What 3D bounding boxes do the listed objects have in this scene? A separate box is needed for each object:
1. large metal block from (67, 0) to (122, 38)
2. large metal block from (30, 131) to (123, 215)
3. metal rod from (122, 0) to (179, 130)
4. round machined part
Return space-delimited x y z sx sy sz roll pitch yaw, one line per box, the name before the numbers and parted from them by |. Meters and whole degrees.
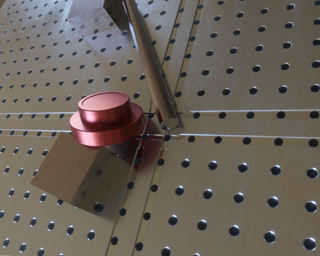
large metal block | -0.123 -0.230 0.598 0.080 0.050 0.080 -9 58 23
large metal block | -0.110 0.058 0.415 0.080 0.050 0.080 14 69 33
metal rod | -0.023 -0.120 0.493 0.025 0.025 0.299 -26 53 12
round machined part | -0.072 -0.018 0.415 0.099 0.042 0.098 -4 27 2
